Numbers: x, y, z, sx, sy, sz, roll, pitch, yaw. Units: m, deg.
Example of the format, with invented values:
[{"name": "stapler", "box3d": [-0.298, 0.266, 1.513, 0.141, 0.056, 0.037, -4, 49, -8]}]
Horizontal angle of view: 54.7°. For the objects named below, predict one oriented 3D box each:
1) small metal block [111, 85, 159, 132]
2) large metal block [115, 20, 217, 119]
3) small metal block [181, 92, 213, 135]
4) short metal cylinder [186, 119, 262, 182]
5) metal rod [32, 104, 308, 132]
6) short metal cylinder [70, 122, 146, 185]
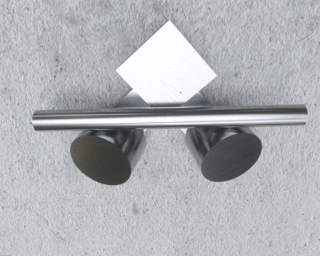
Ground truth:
[{"name": "small metal block", "box3d": [-0.030, -0.023, 0.402, 0.050, 0.025, 0.050, -42, 105, 12]}, {"name": "large metal block", "box3d": [0.007, -0.070, 0.370, 0.080, 0.050, 0.080, -40, 106, 13]}, {"name": "small metal block", "box3d": [0.042, -0.021, 0.403, 0.050, 0.025, 0.050, -41, 105, 13]}, {"name": "short metal cylinder", "box3d": [0.079, 0.022, 0.392, 0.081, 0.050, 0.079, -12, 130, -14]}, {"name": "metal rod", "box3d": [0.011, -0.011, 0.352, 0.302, 0.025, 0.025, -1, 110, 0]}, {"name": "short metal cylinder", "box3d": [-0.064, 0.026, 0.391, 0.080, 0.050, 0.079, 11, 129, 14]}]
